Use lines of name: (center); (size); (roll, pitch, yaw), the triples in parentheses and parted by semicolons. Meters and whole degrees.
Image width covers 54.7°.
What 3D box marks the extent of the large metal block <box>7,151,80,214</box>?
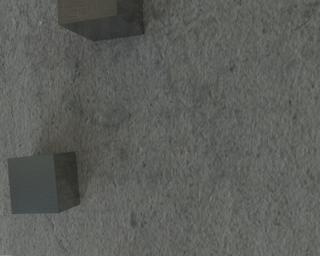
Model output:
large metal block: (-0.169, 0.079, 0.454); (0.080, 0.050, 0.080); (-7, 88, 19)

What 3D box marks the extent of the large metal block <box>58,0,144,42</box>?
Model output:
large metal block: (-0.074, -0.153, 0.405); (0.080, 0.080, 0.050); (-2, 90, 19)
